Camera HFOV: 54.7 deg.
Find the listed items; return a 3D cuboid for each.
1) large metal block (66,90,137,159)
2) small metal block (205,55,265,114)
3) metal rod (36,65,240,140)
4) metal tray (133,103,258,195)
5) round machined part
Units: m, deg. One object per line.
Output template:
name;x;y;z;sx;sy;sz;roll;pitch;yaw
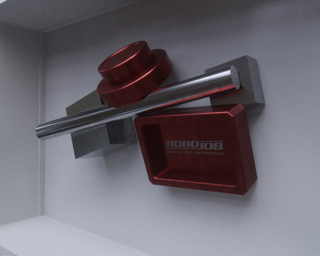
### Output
large metal block;-0.088;-0.004;0.458;0.080;0.050;0.080;-23;76;37
small metal block;0.081;-0.045;0.337;0.050;0.025;0.050;-15;81;38
metal rod;-0.050;-0.022;0.386;0.300;0.025;0.025;-13;82;31
metal tray;0.036;0.023;0.352;0.130;0.030;0.089;-2;108;39
round machined part;-0.037;-0.072;0.383;0.098;0.098;0.042;-6;127;39
